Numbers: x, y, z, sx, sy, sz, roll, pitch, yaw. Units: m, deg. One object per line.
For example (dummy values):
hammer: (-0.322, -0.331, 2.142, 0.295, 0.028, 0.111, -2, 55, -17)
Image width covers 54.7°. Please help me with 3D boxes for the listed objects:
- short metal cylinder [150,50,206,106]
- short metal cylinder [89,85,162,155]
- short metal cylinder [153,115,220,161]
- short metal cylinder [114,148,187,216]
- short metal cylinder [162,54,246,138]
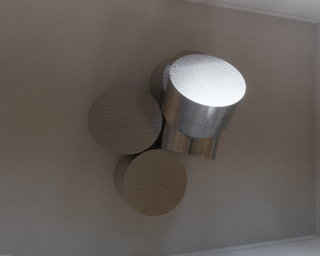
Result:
short metal cylinder: (0.033, -0.057, 0.409, 0.081, 0.050, 0.079, 0, 90, -21)
short metal cylinder: (-0.044, -0.009, 0.379, 0.081, 0.050, 0.079, 0, 90, -21)
short metal cylinder: (0.035, 0.009, 0.394, 0.081, 0.080, 0.050, 14, 85, -20)
short metal cylinder: (-0.013, 0.065, 0.391, 0.081, 0.050, 0.079, 0, 90, -21)
short metal cylinder: (0.046, -0.036, 0.339, 0.081, 0.050, 0.080, 6, 50, -7)
